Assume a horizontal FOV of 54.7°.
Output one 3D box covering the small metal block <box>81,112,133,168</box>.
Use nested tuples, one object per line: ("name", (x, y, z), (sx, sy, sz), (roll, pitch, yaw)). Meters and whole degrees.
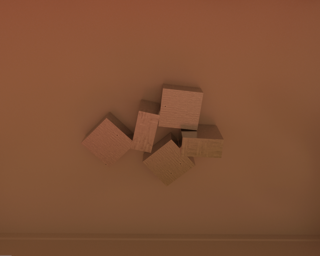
("small metal block", (-0.068, 0.016, 0.414), (0.050, 0.025, 0.050), (-43, 105, 14))

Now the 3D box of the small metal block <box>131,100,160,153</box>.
("small metal block", (-0.018, -0.003, 0.394), (0.025, 0.050, 0.050), (12, 110, -5))

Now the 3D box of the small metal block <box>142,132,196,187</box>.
("small metal block", (0.012, 0.043, 0.425), (0.050, 0.025, 0.050), (-39, 106, 12))

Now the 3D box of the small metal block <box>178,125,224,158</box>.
("small metal block", (0.052, 0.016, 0.402), (0.050, 0.050, 0.025), (3, 110, -2))

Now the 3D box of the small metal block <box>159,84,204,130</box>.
("small metal block", (0.026, -0.027, 0.400), (0.050, 0.025, 0.050), (6, 110, -3))
